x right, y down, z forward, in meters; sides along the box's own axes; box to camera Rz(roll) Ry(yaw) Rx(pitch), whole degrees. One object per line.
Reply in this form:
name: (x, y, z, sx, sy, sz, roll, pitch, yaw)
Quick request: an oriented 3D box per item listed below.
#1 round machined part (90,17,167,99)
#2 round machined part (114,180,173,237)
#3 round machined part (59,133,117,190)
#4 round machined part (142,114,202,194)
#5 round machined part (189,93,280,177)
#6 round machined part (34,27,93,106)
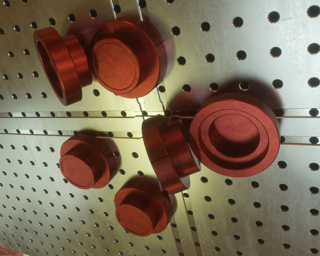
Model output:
round machined part: (-0.045, -0.080, 0.375, 0.098, 0.042, 0.097, 13, 124, 21)
round machined part: (-0.033, 0.136, 0.502, 0.098, 0.042, 0.097, 13, 124, 21)
round machined part: (-0.123, 0.060, 0.503, 0.098, 0.042, 0.097, 13, 124, 21)
round machined part: (0.018, 0.027, 0.378, 0.042, 0.098, 0.098, -23, 108, 11)
round machined part: (0.086, 0.005, 0.355, 0.098, 0.042, 0.097, 10, 121, 17)
round machined part: (-0.120, -0.080, 0.396, 0.098, 0.042, 0.097, 47, 152, 36)
